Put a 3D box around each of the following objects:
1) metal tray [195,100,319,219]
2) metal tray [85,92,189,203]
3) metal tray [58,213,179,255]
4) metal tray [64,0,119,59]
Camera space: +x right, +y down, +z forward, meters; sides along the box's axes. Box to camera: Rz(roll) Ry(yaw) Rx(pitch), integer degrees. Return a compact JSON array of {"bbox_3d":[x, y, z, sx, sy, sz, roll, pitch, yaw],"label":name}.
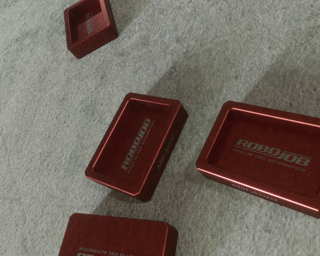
[{"bbox_3d":[0.114,0.026,0.323,0.130,0.030,0.090,16,70,34],"label":"metal tray"},{"bbox_3d":[-0.029,0.020,0.402,0.090,0.030,0.130,13,68,33],"label":"metal tray"},{"bbox_3d":[-0.051,0.145,0.337,0.130,0.030,0.090,-3,60,26],"label":"metal tray"},{"bbox_3d":[-0.135,-0.201,0.591,0.090,0.030,0.130,-26,53,11],"label":"metal tray"}]
